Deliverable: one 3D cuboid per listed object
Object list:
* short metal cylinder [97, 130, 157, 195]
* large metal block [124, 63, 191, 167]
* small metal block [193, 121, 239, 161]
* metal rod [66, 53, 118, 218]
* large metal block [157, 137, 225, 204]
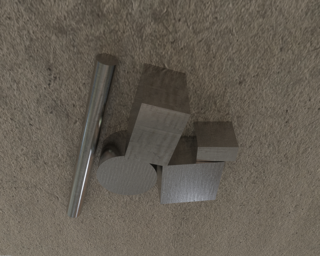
[{"bbox_3d":[-0.044,0.049,0.432,0.081,0.050,0.079,0,131,0],"label":"short metal cylinder"},{"bbox_3d":[-0.005,-0.015,0.358,0.050,0.080,0.079,13,129,-11],"label":"large metal block"},{"bbox_3d":[0.071,0.017,0.406,0.050,0.050,0.025,0,130,0],"label":"small metal block"},{"bbox_3d":[-0.102,0.033,0.434,0.025,0.025,0.298,13,129,-11],"label":"metal rod"},{"bbox_3d":[0.039,0.059,0.436,0.081,0.050,0.079,-3,131,-7],"label":"large metal block"}]
